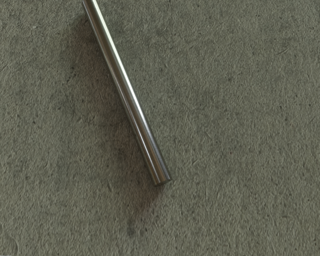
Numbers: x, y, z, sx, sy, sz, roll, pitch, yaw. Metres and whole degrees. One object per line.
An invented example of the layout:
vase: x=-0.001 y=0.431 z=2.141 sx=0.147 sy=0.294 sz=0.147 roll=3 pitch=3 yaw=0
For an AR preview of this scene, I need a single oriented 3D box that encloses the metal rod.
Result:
metal rod: x=-0.052 y=-0.062 z=0.430 sx=0.025 sy=0.025 sz=0.299 roll=-21 pitch=71 yaw=-7
